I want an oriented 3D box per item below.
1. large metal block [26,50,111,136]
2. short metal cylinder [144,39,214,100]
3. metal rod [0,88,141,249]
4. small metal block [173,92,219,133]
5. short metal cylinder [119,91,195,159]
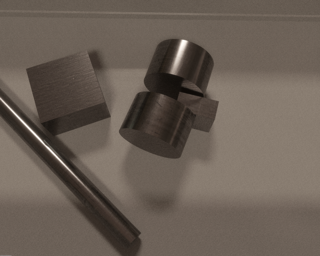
[{"bbox_3d":[-0.120,-0.045,0.412,0.081,0.050,0.080,-20,71,-7],"label":"large metal block"},{"bbox_3d":[0.025,-0.071,0.407,0.080,0.080,0.050,17,71,6],"label":"short metal cylinder"},{"bbox_3d":[-0.139,0.034,0.395,0.300,0.025,0.025,42,75,13],"label":"metal rod"},{"bbox_3d":[0.045,-0.019,0.404,0.050,0.050,0.025,14,71,5],"label":"small metal block"},{"bbox_3d":[-0.003,-0.002,0.381,0.080,0.080,0.050,21,72,7],"label":"short metal cylinder"}]
